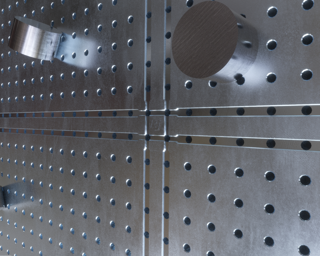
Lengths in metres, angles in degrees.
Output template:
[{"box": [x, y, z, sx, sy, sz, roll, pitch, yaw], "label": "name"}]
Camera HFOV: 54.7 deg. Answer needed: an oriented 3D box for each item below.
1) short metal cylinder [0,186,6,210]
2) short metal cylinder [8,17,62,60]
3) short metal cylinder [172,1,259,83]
[{"box": [-0.396, 0.165, 0.695, 0.080, 0.081, 0.050, -27, 73, 36], "label": "short metal cylinder"}, {"box": [-0.222, -0.160, 0.553, 0.080, 0.081, 0.050, 35, 112, 34], "label": "short metal cylinder"}, {"box": [0.060, -0.092, 0.342, 0.080, 0.050, 0.079, 0, 90, 39], "label": "short metal cylinder"}]
